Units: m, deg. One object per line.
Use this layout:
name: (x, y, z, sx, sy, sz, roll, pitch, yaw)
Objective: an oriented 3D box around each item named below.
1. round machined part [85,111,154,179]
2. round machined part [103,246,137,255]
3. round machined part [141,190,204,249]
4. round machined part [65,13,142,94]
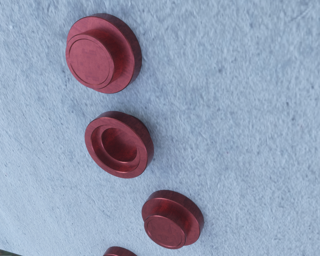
round machined part: (-0.052, 0.019, 0.434, 0.098, 0.042, 0.097, 13, 124, 20)
round machined part: (-0.076, 0.285, 0.610, 0.098, 0.042, 0.097, 13, 124, 20)
round machined part: (0.015, 0.147, 0.478, 0.098, 0.042, 0.097, 13, 124, 20)
round machined part: (-0.075, -0.086, 0.380, 0.098, 0.042, 0.097, 13, 124, 20)
